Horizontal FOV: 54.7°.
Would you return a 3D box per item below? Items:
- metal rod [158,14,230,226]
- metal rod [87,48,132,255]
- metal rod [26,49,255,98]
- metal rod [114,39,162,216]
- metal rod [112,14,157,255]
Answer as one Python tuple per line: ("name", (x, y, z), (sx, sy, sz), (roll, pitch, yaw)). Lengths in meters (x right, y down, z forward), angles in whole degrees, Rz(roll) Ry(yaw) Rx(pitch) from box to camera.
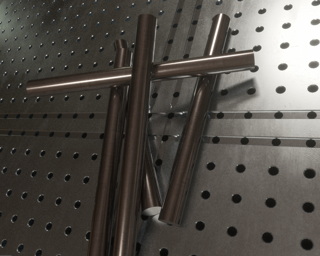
("metal rod", (0.051, -0.028, 0.397), (0.025, 0.025, 0.300), (3, 63, 29))
("metal rod", (-0.062, 0.027, 0.402), (0.025, 0.025, 0.299), (-7, 65, 24))
("metal rod", (-0.033, -0.070, 0.408), (0.301, 0.025, 0.025), (-6, 58, 10))
("metal rod", (-0.037, -0.023, 0.440), (0.025, 0.025, 0.299), (-24, 53, 13))
("metal rod", (-0.028, 0.008, 0.364), (0.025, 0.025, 0.299), (-1, 78, 27))
